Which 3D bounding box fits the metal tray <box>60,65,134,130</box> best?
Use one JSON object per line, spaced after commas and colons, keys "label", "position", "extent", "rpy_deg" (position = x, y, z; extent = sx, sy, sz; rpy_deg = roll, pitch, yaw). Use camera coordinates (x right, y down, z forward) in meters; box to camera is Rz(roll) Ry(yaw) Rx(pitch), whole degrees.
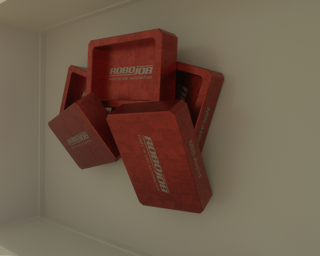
{"label": "metal tray", "position": [-0.101, -0.039, 0.480], "extent": [0.130, 0.030, 0.089], "rpy_deg": [25, 106, 37]}

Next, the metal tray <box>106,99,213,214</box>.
{"label": "metal tray", "position": [0.001, 0.034, 0.357], "extent": [0.090, 0.030, 0.129], "rpy_deg": [-2, 118, 34]}

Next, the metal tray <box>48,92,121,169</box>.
{"label": "metal tray", "position": [-0.104, 0.010, 0.441], "extent": [0.130, 0.030, 0.090], "rpy_deg": [-19, 108, 54]}

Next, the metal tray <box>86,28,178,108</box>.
{"label": "metal tray", "position": [-0.040, -0.070, 0.393], "extent": [0.130, 0.030, 0.089], "rpy_deg": [5, 93, 39]}

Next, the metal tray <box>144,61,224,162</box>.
{"label": "metal tray", "position": [0.017, -0.016, 0.385], "extent": [0.090, 0.030, 0.129], "rpy_deg": [24, 105, 37]}
